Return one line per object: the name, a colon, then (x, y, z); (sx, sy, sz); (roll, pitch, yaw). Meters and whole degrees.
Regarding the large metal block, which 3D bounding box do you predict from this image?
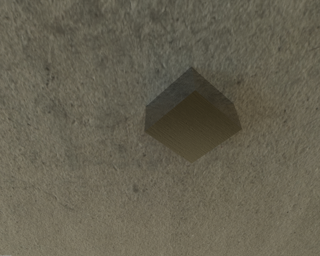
large metal block: (0.039, -0.013, 0.380); (0.080, 0.050, 0.080); (35, 121, -27)
